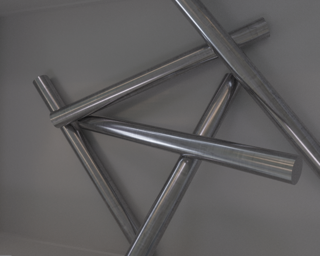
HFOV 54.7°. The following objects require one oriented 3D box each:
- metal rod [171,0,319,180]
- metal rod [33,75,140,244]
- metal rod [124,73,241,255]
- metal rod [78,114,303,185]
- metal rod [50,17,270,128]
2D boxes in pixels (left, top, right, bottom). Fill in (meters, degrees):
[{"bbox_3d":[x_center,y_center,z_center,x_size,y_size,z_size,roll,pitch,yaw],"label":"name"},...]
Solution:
[{"bbox_3d":[0.102,-0.057,0.350,0.025,0.025,0.300,-40,87,16],"label":"metal rod"},{"bbox_3d":[-0.100,0.048,0.445,0.025,0.025,0.299,-38,78,16],"label":"metal rod"},{"bbox_3d":[0.017,0.065,0.339,0.025,0.025,0.300,25,73,18],"label":"metal rod"},{"bbox_3d":[0.002,0.012,0.352,0.300,0.025,0.025,12,94,41],"label":"metal rod"},{"bbox_3d":[-0.011,-0.065,0.400,0.301,0.025,0.025,-22,83,13],"label":"metal rod"}]
